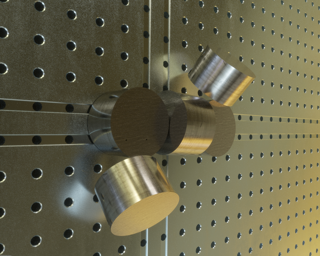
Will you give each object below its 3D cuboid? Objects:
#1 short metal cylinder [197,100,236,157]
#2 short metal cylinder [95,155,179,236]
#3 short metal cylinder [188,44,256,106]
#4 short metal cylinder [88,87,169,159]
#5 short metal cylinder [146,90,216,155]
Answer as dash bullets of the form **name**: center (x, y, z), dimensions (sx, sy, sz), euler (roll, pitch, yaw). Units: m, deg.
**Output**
- **short metal cylinder**: center (0.064, 0.000, 0.448), dimensions (0.081, 0.050, 0.079), euler (0, 90, -40)
- **short metal cylinder**: center (-0.026, 0.076, 0.346), dimensions (0.081, 0.050, 0.080), euler (-21, 144, -16)
- **short metal cylinder**: center (0.087, -0.075, 0.440), dimensions (0.081, 0.080, 0.050), euler (11, 125, -40)
- **short metal cylinder**: center (-0.036, -0.006, 0.363), dimensions (0.081, 0.050, 0.079), euler (0, 90, -40)
- **short metal cylinder**: center (0.024, -0.005, 0.395), dimensions (0.050, 0.080, 0.080), euler (6, 86, -40)
